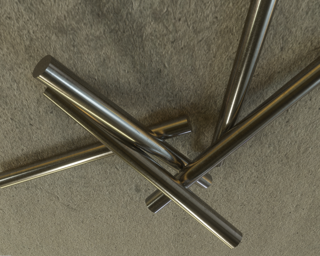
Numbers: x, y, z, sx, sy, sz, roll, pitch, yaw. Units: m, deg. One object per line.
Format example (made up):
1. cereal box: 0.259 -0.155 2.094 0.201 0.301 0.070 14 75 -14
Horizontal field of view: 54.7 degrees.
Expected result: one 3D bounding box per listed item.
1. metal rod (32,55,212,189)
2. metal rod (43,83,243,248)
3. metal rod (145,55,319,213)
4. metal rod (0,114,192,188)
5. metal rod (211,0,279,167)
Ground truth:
1. metal rod: -0.018 0.013 0.376 0.025 0.025 0.301 -30 137 23
2. metal rod: -0.016 0.049 0.384 0.300 0.025 0.025 40 121 -7
3. metal rod: 0.094 0.012 0.385 0.299 0.025 0.025 -42 119 18
4. metal rod: -0.102 0.037 0.437 0.301 0.025 0.025 -17 128 14
5. metal rod: 0.094 -0.066 0.351 0.025 0.025 0.298 4 130 -4
